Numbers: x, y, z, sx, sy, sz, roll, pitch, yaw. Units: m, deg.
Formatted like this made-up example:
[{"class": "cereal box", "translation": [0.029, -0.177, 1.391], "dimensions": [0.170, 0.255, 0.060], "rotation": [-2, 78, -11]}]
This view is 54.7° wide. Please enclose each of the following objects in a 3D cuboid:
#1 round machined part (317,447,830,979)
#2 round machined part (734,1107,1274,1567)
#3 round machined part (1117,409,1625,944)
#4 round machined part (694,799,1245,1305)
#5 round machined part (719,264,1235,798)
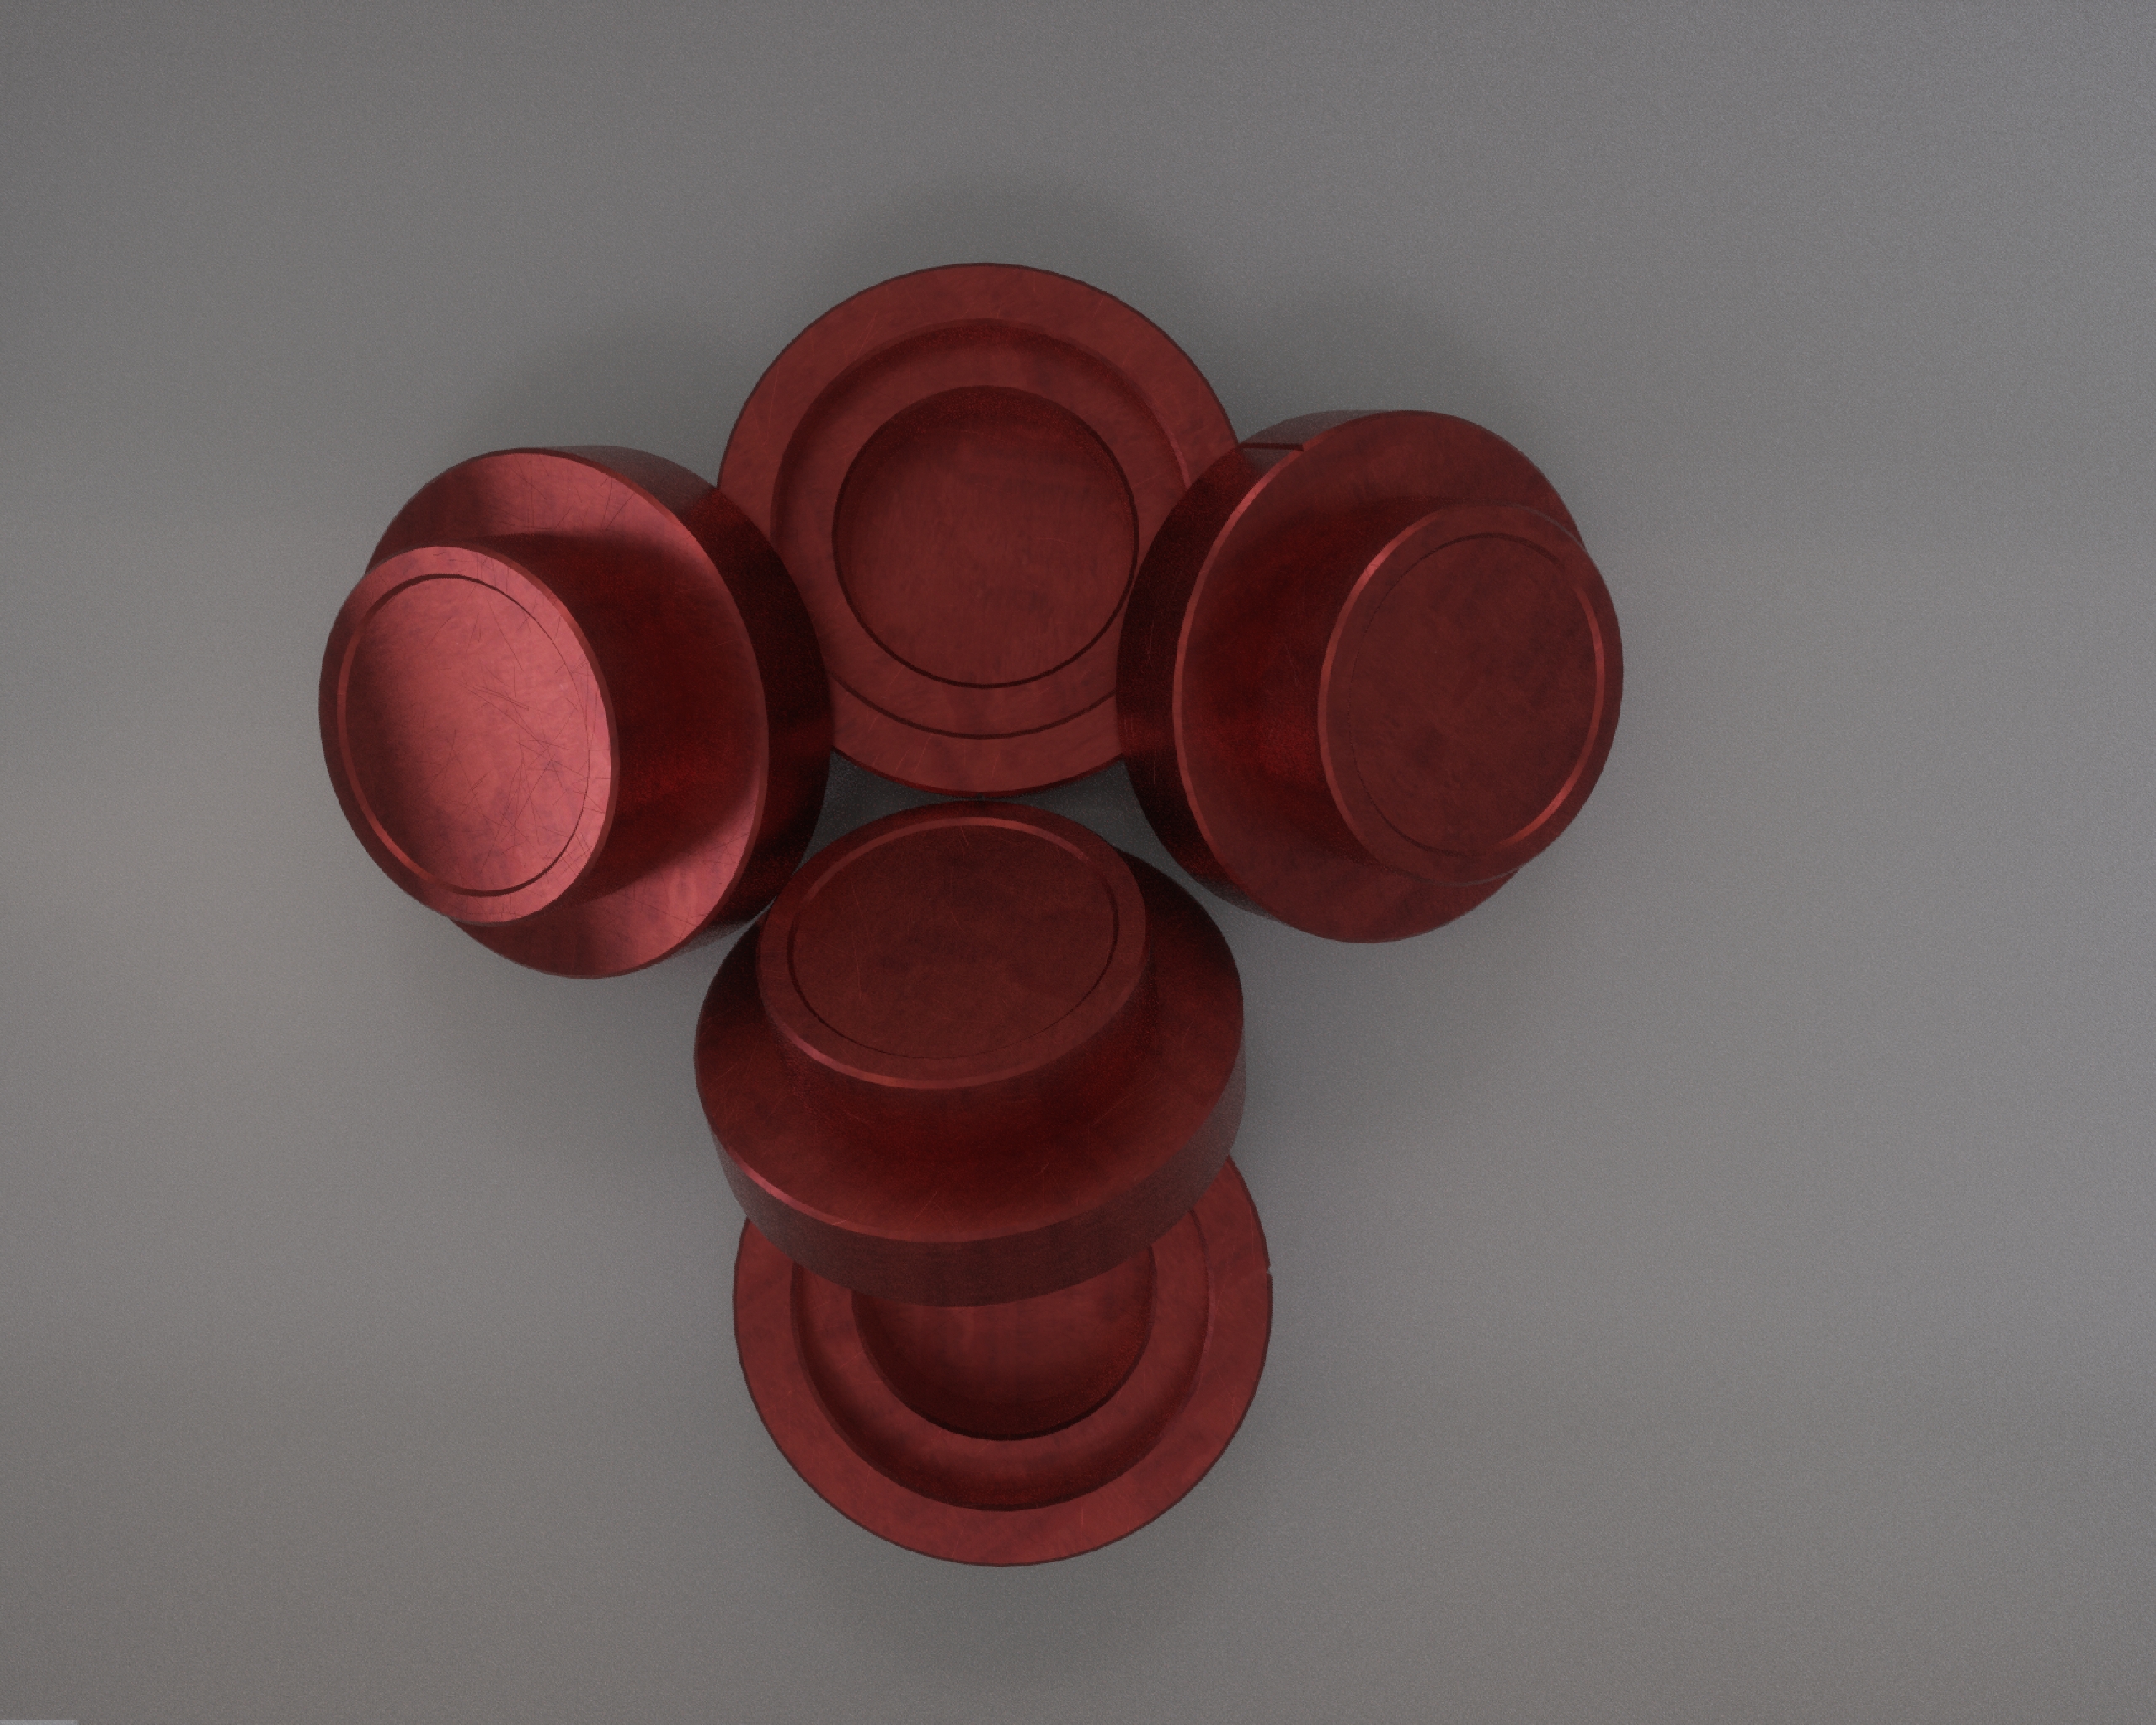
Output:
[{"class": "round machined part", "translation": [-0.098, -0.026, 0.379], "dimensions": [0.098, 0.042, 0.097], "rotation": [6, 104, 26]}, {"class": "round machined part", "translation": [-0.013, 0.080, 0.401], "dimensions": [0.099, 0.042, 0.097], "rotation": [0, 90, 0]}, {"class": "round machined part", "translation": [0.060, -0.033, 0.379], "dimensions": [0.099, 0.042, 0.097], "rotation": [-7, 104, -29]}, {"class": "round machined part", "translation": [-0.020, 0.026, 0.372], "dimensions": [0.099, 0.098, 0.042], "rotation": [-6, 134, 0]}, {"class": "round machined part", "translation": [-0.017, -0.061, 0.400], "dimensions": [0.099, 0.042, 0.097], "rotation": [0, 90, 0]}]
